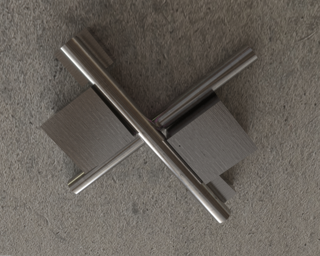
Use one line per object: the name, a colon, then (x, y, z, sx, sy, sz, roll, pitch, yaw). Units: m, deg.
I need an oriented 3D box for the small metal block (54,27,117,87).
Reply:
small metal block: (-0.090, -0.087, 0.379, 0.050, 0.025, 0.050, -36, 107, 12)

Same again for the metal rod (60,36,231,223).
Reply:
metal rod: (-0.008, 0.013, 0.388, 0.025, 0.025, 0.300, -38, 106, 12)

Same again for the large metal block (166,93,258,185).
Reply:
large metal block: (0.065, 0.012, 0.402, 0.080, 0.050, 0.080, -37, 106, 12)

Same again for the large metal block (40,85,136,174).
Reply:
large metal block: (-0.086, -0.003, 0.394, 0.080, 0.050, 0.080, -35, 107, 12)

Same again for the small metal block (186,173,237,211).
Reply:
small metal block: (0.072, 0.086, 0.444, 0.050, 0.025, 0.050, -41, 105, 13)

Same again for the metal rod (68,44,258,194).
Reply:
metal rod: (-0.005, -0.005, 0.410, 0.300, 0.025, 0.025, -37, 106, 12)
